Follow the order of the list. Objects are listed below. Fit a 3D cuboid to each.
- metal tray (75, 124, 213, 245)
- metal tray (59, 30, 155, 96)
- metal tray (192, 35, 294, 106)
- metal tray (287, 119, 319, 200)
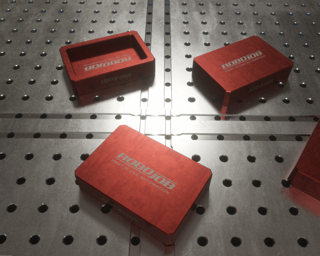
[{"bbox_3d":[-0.018,0.058,0.355,0.130,0.030,0.090,27,55,20],"label":"metal tray"},{"bbox_3d":[-0.083,-0.106,0.492,0.131,0.030,0.090,-18,53,-15],"label":"metal tray"},{"bbox_3d":[0.128,-0.093,0.484,0.131,0.030,0.090,-24,54,-19],"label":"metal tray"},{"bbox_3d":[0.226,0.036,0.377,0.090,0.030,0.131,29,56,22],"label":"metal tray"}]
